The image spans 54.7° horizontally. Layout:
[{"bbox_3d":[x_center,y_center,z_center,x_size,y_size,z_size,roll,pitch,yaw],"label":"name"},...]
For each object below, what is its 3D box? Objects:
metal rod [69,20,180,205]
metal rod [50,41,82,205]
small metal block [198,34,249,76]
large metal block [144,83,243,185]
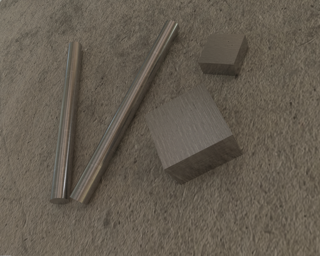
[{"bbox_3d":[-0.043,-0.034,0.445,0.025,0.025,0.300,14,68,33],"label":"metal rod"},{"bbox_3d":[-0.145,-0.027,0.494,0.025,0.025,0.299,-18,55,18],"label":"metal rod"},{"bbox_3d":[0.086,-0.099,0.419,0.050,0.025,0.050,11,67,32],"label":"small metal block"},{"bbox_3d":[0.038,0.007,0.363,0.080,0.050,0.080,-28,52,10],"label":"large metal block"}]
